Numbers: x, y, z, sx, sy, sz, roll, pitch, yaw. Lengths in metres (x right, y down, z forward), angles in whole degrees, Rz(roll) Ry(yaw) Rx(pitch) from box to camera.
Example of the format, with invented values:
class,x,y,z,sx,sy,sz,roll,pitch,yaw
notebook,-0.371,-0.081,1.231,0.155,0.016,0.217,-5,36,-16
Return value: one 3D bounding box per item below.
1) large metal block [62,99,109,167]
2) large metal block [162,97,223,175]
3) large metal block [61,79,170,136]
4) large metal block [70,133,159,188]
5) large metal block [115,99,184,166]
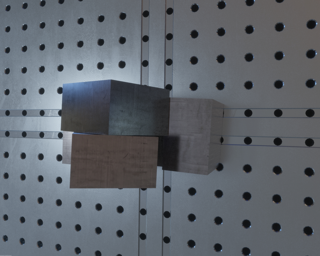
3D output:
class,x,y,z,sx,sy,sz,roll,pitch,yaw
large metal block,-0.082,0.005,0.411,0.050,0.080,0.079,2,91,20
large metal block,0.042,0.008,0.368,0.050,0.080,0.079,4,92,20
large metal block,-0.047,-0.019,0.331,0.080,0.081,0.050,3,91,42
large metal block,-0.051,0.031,0.329,0.081,0.080,0.050,3,91,-14
large metal block,-0.015,0.005,0.401,0.080,0.050,0.079,3,91,19
